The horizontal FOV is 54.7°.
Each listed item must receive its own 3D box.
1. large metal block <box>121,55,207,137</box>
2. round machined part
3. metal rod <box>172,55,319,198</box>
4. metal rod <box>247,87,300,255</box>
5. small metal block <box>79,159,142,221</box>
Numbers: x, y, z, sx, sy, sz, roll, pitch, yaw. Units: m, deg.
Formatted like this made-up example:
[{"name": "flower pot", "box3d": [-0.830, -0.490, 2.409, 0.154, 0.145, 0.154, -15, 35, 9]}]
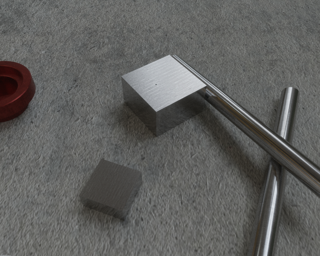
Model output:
[{"name": "large metal block", "box3d": [0.004, -0.046, 0.426, 0.081, 0.050, 0.080, -29, 56, -23]}, {"name": "round machined part", "box3d": [-0.223, -0.046, 0.428, 0.099, 0.042, 0.098, 0, 50, 0]}, {"name": "metal rod", "box3d": [0.098, -0.018, 0.397, 0.025, 0.025, 0.300, -25, 48, -20]}, {"name": "metal rod", "box3d": [0.132, 0.057, 0.356, 0.025, 0.025, 0.301, 17, 52, 13]}, {"name": "small metal block", "box3d": [-0.053, 0.068, 0.346, 0.050, 0.025, 0.050, 16, 52, 13]}]
